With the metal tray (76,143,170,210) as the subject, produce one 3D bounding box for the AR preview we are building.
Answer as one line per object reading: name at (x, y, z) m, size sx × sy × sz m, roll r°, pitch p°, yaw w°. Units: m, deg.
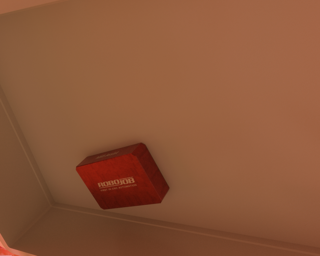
metal tray at (-0.061, 0.080, 0.488) m, size 0.130 × 0.030 × 0.090 m, roll -16°, pitch 110°, yaw 34°
